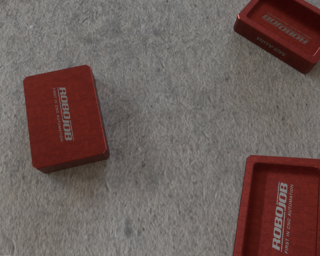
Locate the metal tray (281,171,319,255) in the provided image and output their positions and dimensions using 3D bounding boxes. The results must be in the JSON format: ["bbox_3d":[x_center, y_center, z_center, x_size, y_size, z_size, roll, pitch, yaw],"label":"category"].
[{"bbox_3d":[0.200,0.120,0.364,0.090,0.030,0.130,18,71,6],"label":"metal tray"}]

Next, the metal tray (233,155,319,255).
[{"bbox_3d":[0.138,0.098,0.347,0.090,0.030,0.130,1,64,30],"label":"metal tray"}]

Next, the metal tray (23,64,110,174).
[{"bbox_3d":[-0.124,-0.014,0.409,0.091,0.030,0.130,-13,71,-5],"label":"metal tray"}]

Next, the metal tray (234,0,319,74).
[{"bbox_3d":[0.190,-0.151,0.463,0.130,0.030,0.090,37,74,12],"label":"metal tray"}]
